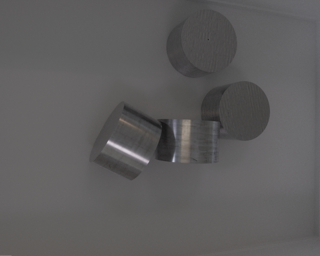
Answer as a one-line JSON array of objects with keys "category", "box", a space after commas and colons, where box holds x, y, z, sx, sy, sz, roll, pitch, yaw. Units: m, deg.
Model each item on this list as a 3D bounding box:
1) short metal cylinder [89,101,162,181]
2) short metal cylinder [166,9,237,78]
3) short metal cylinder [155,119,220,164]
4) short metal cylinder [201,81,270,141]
[{"category": "short metal cylinder", "box": [-0.041, 0.015, 0.366, 0.050, 0.080, 0.080, 30, 80, -18]}, {"category": "short metal cylinder", "box": [0.055, -0.111, 0.417, 0.081, 0.050, 0.080, 0, 90, -20]}, {"category": "short metal cylinder", "box": [0.035, 0.016, 0.394, 0.081, 0.080, 0.050, 3, 89, -20]}, {"category": "short metal cylinder", "box": [0.105, -0.023, 0.436, 0.081, 0.050, 0.080, 0, 90, -20]}]
